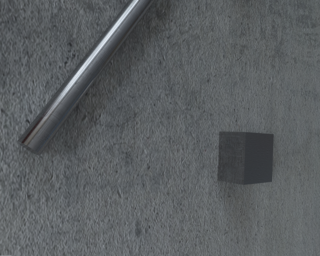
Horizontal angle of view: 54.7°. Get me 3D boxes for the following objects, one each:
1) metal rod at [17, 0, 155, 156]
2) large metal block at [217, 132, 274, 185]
[{"bbox_3d":[-0.057,-0.099,0.357,0.025,0.025,0.300,45,63,-31],"label":"metal rod"},{"bbox_3d":[0.142,0.048,0.511,0.081,0.050,0.080,4,87,-40],"label":"large metal block"}]
